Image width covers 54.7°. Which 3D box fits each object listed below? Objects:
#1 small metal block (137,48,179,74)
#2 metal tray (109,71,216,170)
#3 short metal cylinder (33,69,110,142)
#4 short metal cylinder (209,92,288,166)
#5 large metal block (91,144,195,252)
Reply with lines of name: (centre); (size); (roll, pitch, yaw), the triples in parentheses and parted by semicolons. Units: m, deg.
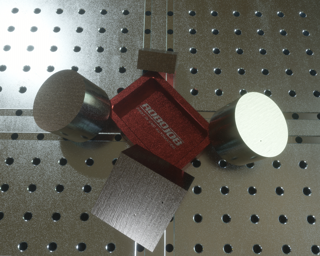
small metal block: (-0.002, -0.094, 0.430); (0.050, 0.050, 0.025); (8, 108, 3)
metal tray: (0.000, -0.005, 0.410); (0.090, 0.030, 0.130); (-40, 75, -13)
short metal cylinder: (-0.111, -0.027, 0.391); (0.080, 0.050, 0.080); (-9, 69, 24)
short metal cylinder: (0.108, 0.002, 0.382); (0.081, 0.050, 0.080); (10, 68, -25)
large metal block: (-0.018, 0.076, 0.352); (0.080, 0.050, 0.080); (29, 103, 10)
